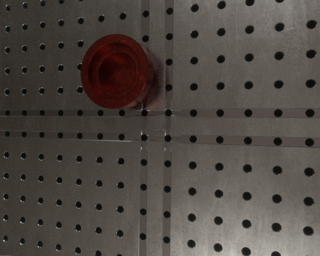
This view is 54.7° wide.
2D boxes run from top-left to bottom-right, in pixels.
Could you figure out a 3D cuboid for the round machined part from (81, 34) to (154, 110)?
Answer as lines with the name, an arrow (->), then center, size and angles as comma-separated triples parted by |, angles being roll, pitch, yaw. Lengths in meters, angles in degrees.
round machined part -> -0.054, -0.074, 0.422 | 0.098, 0.042, 0.097 | 0, 90, 19
